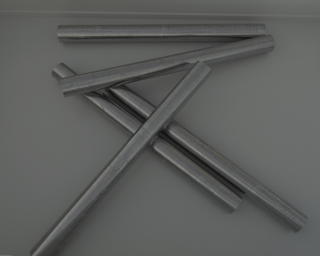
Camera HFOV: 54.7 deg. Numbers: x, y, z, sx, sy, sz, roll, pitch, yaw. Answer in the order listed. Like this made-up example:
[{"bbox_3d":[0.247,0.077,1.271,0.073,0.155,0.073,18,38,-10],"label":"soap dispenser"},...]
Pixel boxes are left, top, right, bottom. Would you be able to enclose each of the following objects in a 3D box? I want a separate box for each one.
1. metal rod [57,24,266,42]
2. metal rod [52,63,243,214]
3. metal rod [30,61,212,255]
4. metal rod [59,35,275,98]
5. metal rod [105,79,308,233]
[{"bbox_3d":[0.003,-0.141,0.460,0.302,0.025,0.025,-1,70,-1],"label":"metal rod"},{"bbox_3d":[-0.025,0.007,0.406,0.300,0.025,0.025,37,74,12],"label":"metal rod"},{"bbox_3d":[-0.041,0.035,0.374,0.025,0.025,0.300,39,82,12],"label":"metal rod"},{"bbox_3d":[0.019,-0.088,0.425,0.302,0.025,0.025,-15,71,-12],"label":"metal rod"},{"bbox_3d":[0.050,0.027,0.400,0.300,0.025,0.025,37,74,12],"label":"metal rod"}]
